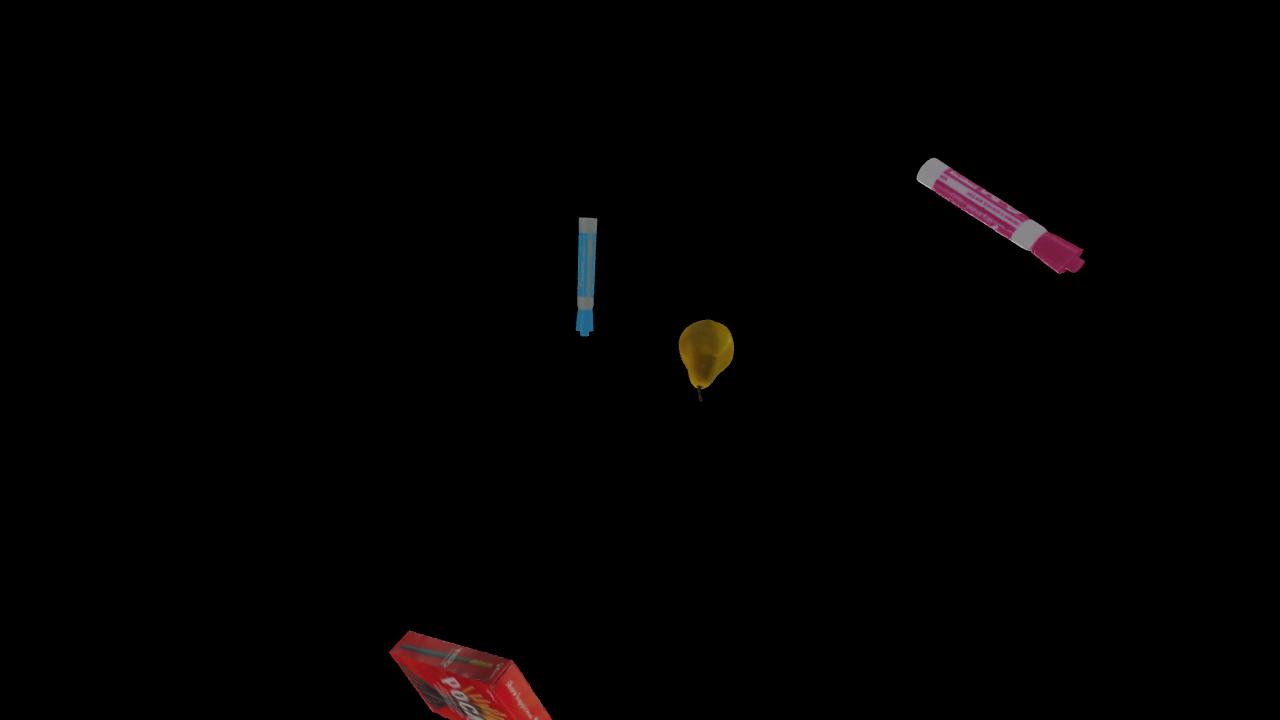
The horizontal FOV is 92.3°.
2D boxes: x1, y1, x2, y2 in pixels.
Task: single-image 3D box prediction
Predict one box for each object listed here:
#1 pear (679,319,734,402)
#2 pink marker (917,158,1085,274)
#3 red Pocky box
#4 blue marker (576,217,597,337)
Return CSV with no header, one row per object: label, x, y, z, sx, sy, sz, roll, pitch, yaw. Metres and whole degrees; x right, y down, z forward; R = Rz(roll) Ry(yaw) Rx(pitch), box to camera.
pear,0.082,0.001,0.814,0.080,0.111,0.080,13,-41,12
pink marker,0.237,-0.097,0.409,0.020,0.020,0.121,0,41,-46
red Pocky box,-0.146,0.280,0.525,0.155,0.083,0.028,-10,23,39
blue marker,-0.055,-0.084,0.632,0.020,0.121,0.020,3,12,-1
